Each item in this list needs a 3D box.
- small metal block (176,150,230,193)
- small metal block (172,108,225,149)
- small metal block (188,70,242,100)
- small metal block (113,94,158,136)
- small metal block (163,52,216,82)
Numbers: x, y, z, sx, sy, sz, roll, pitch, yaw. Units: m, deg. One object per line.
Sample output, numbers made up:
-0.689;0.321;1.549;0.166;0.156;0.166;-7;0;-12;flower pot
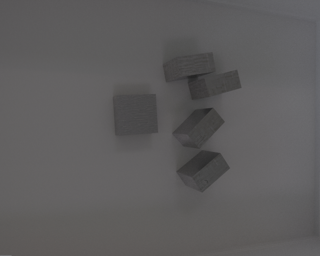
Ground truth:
0.057;0.057;0.418;0.050;0.050;0.025;-37;102;-16;small metal block
0.050;0.000;0.416;0.050;0.050;0.025;-45;104;-14;small metal block
0.074;-0.058;0.424;0.050;0.050;0.025;-17;96;-19;small metal block
-0.032;-0.017;0.399;0.050;0.025;0.050;-4;92;-20;small metal block
0.038;-0.080;0.411;0.050;0.050;0.025;-12;94;-20;small metal block
